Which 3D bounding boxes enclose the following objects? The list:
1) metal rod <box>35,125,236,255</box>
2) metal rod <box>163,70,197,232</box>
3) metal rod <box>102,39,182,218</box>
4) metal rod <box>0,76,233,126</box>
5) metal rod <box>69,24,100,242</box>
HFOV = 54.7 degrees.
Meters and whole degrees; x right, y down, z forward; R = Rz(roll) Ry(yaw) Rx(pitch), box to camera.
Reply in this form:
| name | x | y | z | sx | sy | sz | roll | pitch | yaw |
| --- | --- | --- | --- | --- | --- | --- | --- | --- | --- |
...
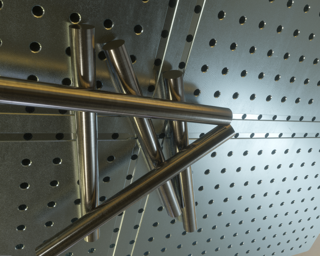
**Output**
| name | x | y | z | sx | sy | sz | roll | pitch | yaw |
| --- | --- | --- | --- | --- | --- | --- | --- | --- | --- |
| metal rod | -0.027 | 0.082 | 0.416 | 0.301 | 0.025 | 0.025 | -33 | 129 | -7 |
| metal rod | 0.035 | 0.055 | 0.466 | 0.025 | 0.025 | 0.298 | -21 | 127 | -16 |
| metal rod | -0.012 | 0.024 | 0.420 | 0.025 | 0.025 | 0.299 | -27 | 128 | -12 |
| metal rod | -0.039 | -0.026 | 0.343 | 0.302 | 0.025 | 0.025 | 5 | 116 | -31 |
| metal rod | -0.089 | 0.028 | 0.380 | 0.025 | 0.025 | 0.298 | -9 | 123 | -24 |
